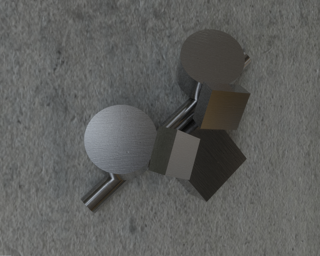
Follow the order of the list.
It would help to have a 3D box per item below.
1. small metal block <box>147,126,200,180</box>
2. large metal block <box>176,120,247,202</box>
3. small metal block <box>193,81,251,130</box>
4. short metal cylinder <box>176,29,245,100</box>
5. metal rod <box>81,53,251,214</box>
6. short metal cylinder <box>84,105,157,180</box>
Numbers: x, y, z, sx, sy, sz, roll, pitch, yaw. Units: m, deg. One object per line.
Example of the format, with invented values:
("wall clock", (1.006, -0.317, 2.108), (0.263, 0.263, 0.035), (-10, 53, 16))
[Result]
("small metal block", (0.017, 0.029, 0.352), (0.050, 0.025, 0.050), (22, 82, -51))
("large metal block", (0.054, 0.037, 0.416), (0.080, 0.050, 0.080), (-43, 104, -15))
("small metal block", (0.073, -0.026, 0.372), (0.050, 0.025, 0.050), (2, 120, -20))
("short metal cylinder", (0.064, -0.081, 0.406), (0.081, 0.050, 0.080), (1, 72, -4))
("metal rod", (0.018, -0.003, 0.418), (0.301, 0.025, 0.025), (-43, 104, -15))
("short metal cylinder", (-0.045, 0.019, 0.366), (0.081, 0.050, 0.080), (1, 72, -4))
